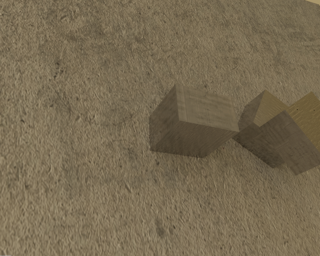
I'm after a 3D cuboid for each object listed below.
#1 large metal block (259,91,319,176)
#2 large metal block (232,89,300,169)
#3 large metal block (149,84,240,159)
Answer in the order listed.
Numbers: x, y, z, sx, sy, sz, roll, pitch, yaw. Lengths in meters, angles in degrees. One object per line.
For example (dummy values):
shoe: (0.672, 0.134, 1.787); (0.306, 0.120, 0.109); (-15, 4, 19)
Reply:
large metal block: (0.199, 0.006, 0.427); (0.081, 0.050, 0.080); (-27, 77, -37)
large metal block: (0.168, 0.001, 0.477); (0.080, 0.050, 0.080); (36, 51, -4)
large metal block: (0.039, -0.005, 0.392); (0.081, 0.080, 0.050); (10, 58, -23)
